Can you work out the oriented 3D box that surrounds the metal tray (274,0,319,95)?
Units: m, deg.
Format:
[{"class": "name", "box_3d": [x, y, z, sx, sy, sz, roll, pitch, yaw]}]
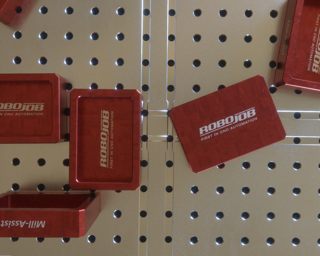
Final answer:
[{"class": "metal tray", "box_3d": [0.212, -0.112, 0.411, 0.090, 0.030, 0.129, 10, 90, 0]}]

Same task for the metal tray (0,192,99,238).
[{"class": "metal tray", "box_3d": [-0.148, 0.103, 0.380, 0.131, 0.090, 0.030, 0, 90, 0]}]

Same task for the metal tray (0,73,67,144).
[{"class": "metal tray", "box_3d": [-0.193, -0.025, 0.409, 0.131, 0.030, 0.090, 0, 90, 0]}]

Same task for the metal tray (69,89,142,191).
[{"class": "metal tray", "box_3d": [-0.070, 0.015, 0.410, 0.090, 0.030, 0.129, 1, 90, 0]}]

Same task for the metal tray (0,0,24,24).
[{"class": "metal tray", "box_3d": [-0.239, -0.212, 0.409, 0.130, 0.030, 0.090, 33, 90, 0]}]

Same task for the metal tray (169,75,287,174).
[{"class": "metal tray", "box_3d": [0.087, -0.005, 0.411, 0.131, 0.030, 0.090, -21, 90, 0]}]
